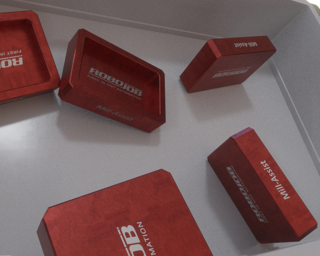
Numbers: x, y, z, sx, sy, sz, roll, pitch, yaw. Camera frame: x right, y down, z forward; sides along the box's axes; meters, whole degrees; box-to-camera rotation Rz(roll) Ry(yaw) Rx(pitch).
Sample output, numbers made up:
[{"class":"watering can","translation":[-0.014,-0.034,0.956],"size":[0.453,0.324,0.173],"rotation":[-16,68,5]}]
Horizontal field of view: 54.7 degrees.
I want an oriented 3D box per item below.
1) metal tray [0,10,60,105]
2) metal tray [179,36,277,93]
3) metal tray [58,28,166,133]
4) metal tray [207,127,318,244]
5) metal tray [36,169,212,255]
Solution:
[{"class":"metal tray","translation":[-0.182,-0.069,0.324],"size":[0.131,0.030,0.090],"rotation":[-22,97,-36]},{"class":"metal tray","translation":[0.105,-0.099,0.480],"size":[0.131,0.090,0.030],"rotation":[-14,69,-34]},{"class":"metal tray","translation":[-0.053,-0.056,0.387],"size":[0.131,0.030,0.090],"rotation":[22,52,-33]},{"class":"metal tray","translation":[0.117,0.073,0.378],"size":[0.030,0.090,0.130],"rotation":[-26,75,-20]},{"class":"metal tray","translation":[-0.008,0.098,0.187],"size":[0.091,0.030,0.130],"rotation":[-14,66,-35]}]
